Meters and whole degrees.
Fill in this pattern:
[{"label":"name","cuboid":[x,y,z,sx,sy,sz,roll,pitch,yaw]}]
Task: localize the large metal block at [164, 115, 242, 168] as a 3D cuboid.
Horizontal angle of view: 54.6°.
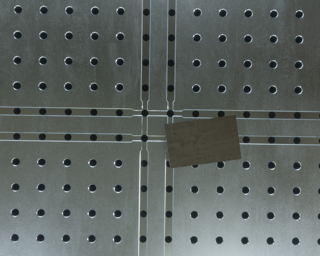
[{"label":"large metal block","cuboid":[0.048,0.015,0.386,0.080,0.080,0.050,-8,90,0]}]
